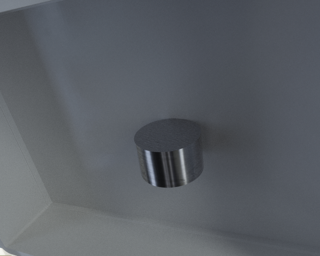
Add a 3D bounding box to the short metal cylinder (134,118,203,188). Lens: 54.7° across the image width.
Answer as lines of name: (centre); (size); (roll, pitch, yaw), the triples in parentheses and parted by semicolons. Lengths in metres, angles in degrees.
short metal cylinder: (0.012, 0.029, 0.383); (0.080, 0.080, 0.050); (6, 121, 25)
